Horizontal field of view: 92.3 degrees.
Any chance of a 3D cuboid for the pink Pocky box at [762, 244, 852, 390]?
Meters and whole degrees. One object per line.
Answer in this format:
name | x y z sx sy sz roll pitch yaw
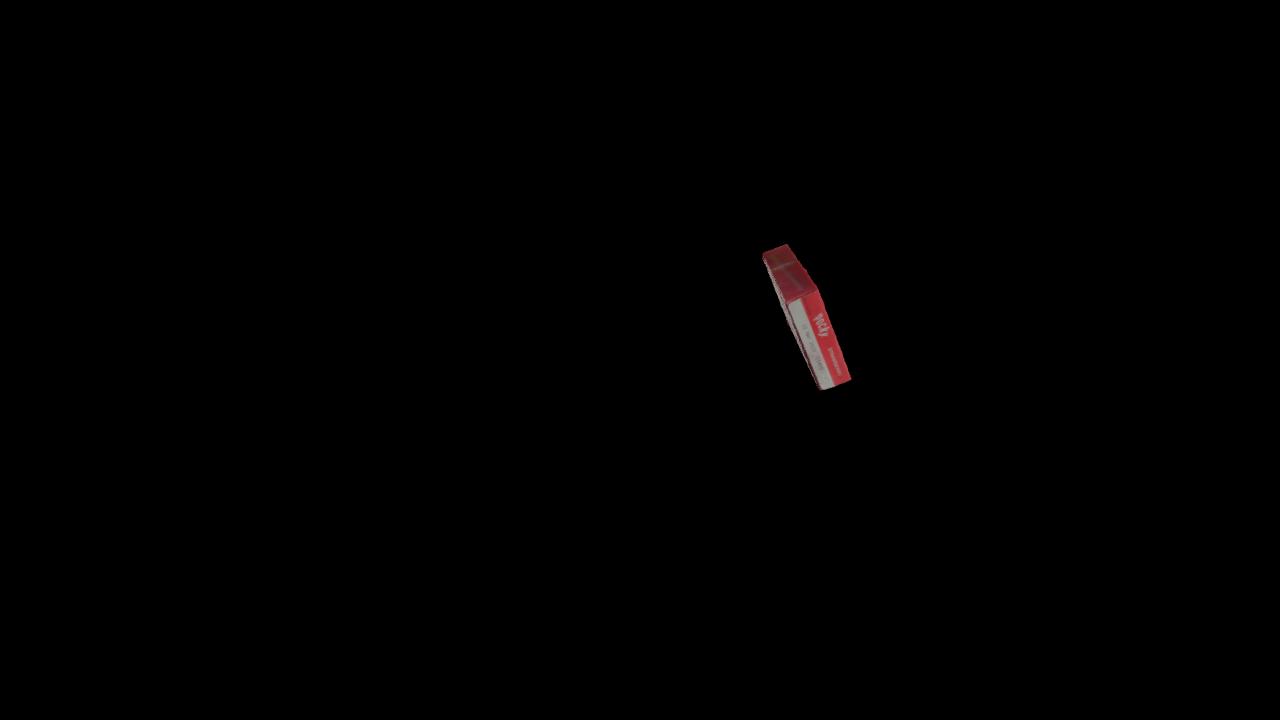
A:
pink Pocky box | 0.143 -0.044 0.542 0.029 0.084 0.155 -22 20 12
